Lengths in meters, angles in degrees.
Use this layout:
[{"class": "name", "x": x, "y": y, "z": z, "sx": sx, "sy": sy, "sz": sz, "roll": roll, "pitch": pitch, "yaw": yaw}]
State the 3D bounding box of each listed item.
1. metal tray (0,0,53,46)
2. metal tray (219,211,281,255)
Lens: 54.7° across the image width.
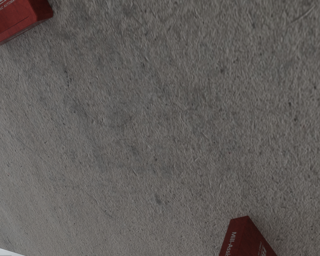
[{"class": "metal tray", "x": -0.214, "y": -0.167, "z": 0.412, "sx": 0.130, "sy": 0.030, "sz": 0.090, "roll": -11, "pitch": 113, "yaw": 33}, {"class": "metal tray", "x": 0.118, "y": 0.188, "z": 0.410, "sx": 0.030, "sy": 0.131, "sz": 0.090, "roll": -29, "pitch": 102, "yaw": 37}]
